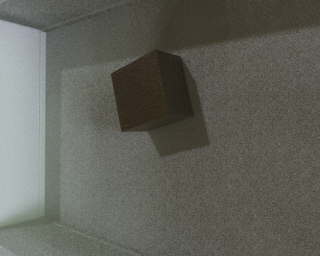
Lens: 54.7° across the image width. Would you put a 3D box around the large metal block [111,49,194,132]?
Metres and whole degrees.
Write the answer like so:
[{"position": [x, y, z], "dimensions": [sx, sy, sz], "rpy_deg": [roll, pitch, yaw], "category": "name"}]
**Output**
[{"position": [-0.011, -0.043, 0.398], "dimensions": [0.080, 0.050, 0.080], "rpy_deg": [-19, 78, 38], "category": "large metal block"}]
